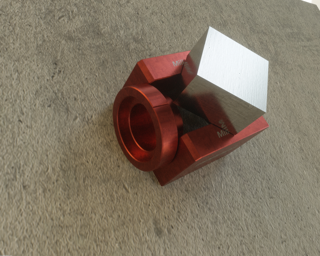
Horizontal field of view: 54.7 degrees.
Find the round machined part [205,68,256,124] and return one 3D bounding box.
[{"bbox_3d":[0.091,-0.038,0.432,0.042,0.097,0.098,-17,71,-35],"label":"round machined part"}]

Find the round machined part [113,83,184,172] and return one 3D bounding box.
[{"bbox_3d":[-0.011,-0.003,0.355,0.042,0.097,0.098,-17,71,-35],"label":"round machined part"}]

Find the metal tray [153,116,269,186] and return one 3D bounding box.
[{"bbox_3d":[0.062,0.022,0.383,0.131,0.090,0.030,-19,72,-36],"label":"metal tray"}]

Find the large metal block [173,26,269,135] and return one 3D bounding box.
[{"bbox_3d":[0.069,-0.052,0.341,0.080,0.050,0.080,26,52,-12],"label":"large metal block"}]

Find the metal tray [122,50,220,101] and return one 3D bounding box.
[{"bbox_3d":[0.014,-0.060,0.411,0.131,0.090,0.030,-20,73,-36],"label":"metal tray"}]
